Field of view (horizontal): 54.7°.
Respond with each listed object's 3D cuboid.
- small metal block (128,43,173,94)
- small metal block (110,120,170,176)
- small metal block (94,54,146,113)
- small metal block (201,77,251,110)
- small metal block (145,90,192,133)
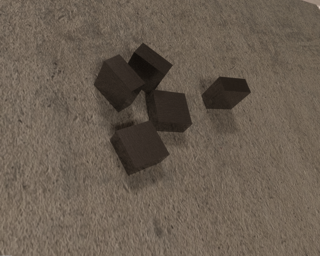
[{"bbox_3d":[-0.018,-0.080,0.428,0.050,0.050,0.025,36,51,-5],"label":"small metal block"},{"bbox_3d":[-0.025,0.023,0.377,0.050,0.025,0.050,-19,72,-35],"label":"small metal block"},{"bbox_3d":[-0.053,-0.056,0.395,0.050,0.050,0.025,48,51,5],"label":"small metal block"},{"bbox_3d":[0.101,-0.052,0.476,0.050,0.050,0.025,0,62,-29],"label":"small metal block"},{"bbox_3d":[0.011,-0.023,0.425,0.050,0.025,0.050,4,60,-27],"label":"small metal block"}]
